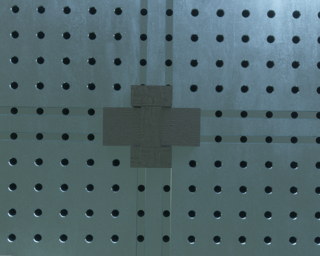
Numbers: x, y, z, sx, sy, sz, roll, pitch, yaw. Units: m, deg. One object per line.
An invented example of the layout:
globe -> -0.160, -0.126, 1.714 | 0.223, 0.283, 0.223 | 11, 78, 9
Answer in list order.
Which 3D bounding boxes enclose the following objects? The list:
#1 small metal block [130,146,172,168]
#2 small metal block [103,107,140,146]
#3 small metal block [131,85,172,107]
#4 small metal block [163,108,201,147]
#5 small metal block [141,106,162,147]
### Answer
small metal block -> -0.011, 0.036, 0.400 | 0.050, 0.050, 0.025 | 1, 90, -1
small metal block -> -0.049, -0.002, 0.412 | 0.050, 0.025, 0.050 | 1, 90, -1
small metal block -> -0.010, -0.039, 0.400 | 0.050, 0.050, 0.025 | 1, 90, -1
small metal block -> 0.027, -0.001, 0.413 | 0.050, 0.025, 0.050 | 1, 90, -1
small metal block -> -0.011, -0.002, 0.400 | 0.025, 0.050, 0.050 | 1, 90, 0
